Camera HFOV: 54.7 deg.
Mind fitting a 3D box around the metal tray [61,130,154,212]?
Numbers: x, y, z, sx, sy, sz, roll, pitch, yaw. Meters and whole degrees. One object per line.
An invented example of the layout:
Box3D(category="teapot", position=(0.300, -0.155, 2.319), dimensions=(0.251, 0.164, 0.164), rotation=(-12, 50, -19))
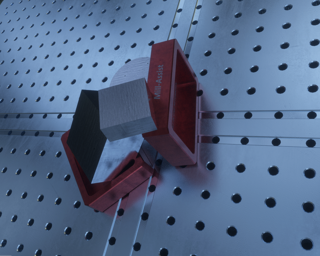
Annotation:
Box3D(category="metal tray", position=(-0.076, 0.034, 0.420), dimensions=(0.090, 0.030, 0.130), rotation=(-37, 51, 3))

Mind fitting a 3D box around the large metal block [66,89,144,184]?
Box3D(category="large metal block", position=(-0.068, 0.009, 0.381), dimensions=(0.080, 0.050, 0.079), rotation=(46, 124, 38))

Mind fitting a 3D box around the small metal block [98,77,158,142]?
Box3D(category="small metal block", position=(-0.033, -0.019, 0.315), dimensions=(0.050, 0.025, 0.050), rotation=(-15, 55, 6))

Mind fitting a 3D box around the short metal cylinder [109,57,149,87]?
Box3D(category="short metal cylinder", position=(-0.023, -0.052, 0.435), dimensions=(0.080, 0.050, 0.080), rotation=(-13, 56, 20))

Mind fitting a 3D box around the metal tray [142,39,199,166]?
Box3D(category="metal tray", position=(0.017, -0.030, 0.374), dimensions=(0.030, 0.090, 0.130), rotation=(-9, 58, 23))
